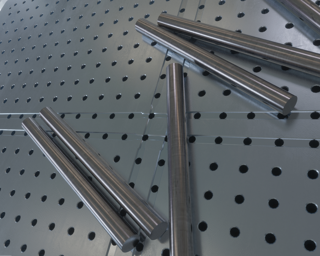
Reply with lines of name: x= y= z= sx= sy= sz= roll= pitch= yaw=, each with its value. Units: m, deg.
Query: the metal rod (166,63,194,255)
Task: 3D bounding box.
metal rod: x=0.022 y=0.042 z=0.371 sx=0.025 sy=0.025 sz=0.300 roll=-14 pitch=56 yaw=21

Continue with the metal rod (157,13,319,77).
metal rod: x=0.107 y=-0.118 z=0.424 sx=0.300 sy=0.025 sz=0.025 roll=31 pitch=79 yaw=38

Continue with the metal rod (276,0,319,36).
metal rod: x=0.197 y=-0.137 z=0.389 sx=0.025 sy=0.025 sz=0.300 roll=-31 pitch=52 yaw=8

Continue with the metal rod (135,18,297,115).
metal rod: x=0.057 y=-0.101 z=0.441 sx=0.025 sy=0.025 sz=0.300 roll=-46 pitch=51 yaw=-4

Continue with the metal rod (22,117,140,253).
metal rod: x=-0.128 y=0.061 z=0.439 sx=0.025 sy=0.025 sz=0.300 roll=-49 pitch=51 yaw=-7

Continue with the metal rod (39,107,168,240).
metal rod: x=-0.097 y=0.044 z=0.433 sx=0.025 sy=0.025 sz=0.300 roll=-49 pitch=51 yaw=-6
